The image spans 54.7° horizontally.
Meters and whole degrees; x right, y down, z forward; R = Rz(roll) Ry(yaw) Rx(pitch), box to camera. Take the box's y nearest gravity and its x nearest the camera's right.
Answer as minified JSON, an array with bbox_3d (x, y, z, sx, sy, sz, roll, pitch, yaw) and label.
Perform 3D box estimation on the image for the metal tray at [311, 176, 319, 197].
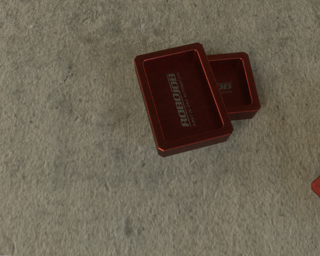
[{"bbox_3d":[0.245,0.053,0.333,0.129,0.030,0.090,-56,50,25],"label":"metal tray"}]

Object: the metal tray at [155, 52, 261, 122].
[{"bbox_3d":[0.062,-0.053,0.425,0.131,0.030,0.090,-6,70,-3],"label":"metal tray"}]

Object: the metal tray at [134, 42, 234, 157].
[{"bbox_3d":[0.026,-0.037,0.386,0.091,0.030,0.130,-14,71,-6],"label":"metal tray"}]
